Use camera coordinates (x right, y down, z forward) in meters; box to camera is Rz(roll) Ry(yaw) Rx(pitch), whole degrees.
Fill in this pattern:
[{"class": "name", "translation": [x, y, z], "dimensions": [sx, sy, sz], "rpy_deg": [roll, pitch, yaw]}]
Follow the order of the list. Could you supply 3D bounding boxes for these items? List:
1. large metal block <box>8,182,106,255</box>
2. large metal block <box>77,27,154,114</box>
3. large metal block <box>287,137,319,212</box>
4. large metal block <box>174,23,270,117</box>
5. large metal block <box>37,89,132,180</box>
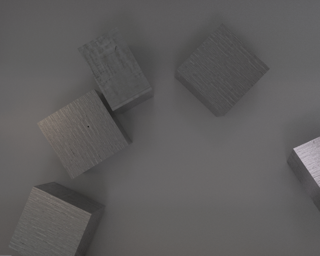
[{"class": "large metal block", "translation": [-0.128, 0.124, 0.391], "dimensions": [0.080, 0.050, 0.080], "rpy_deg": [22, 90, 9]}, {"class": "large metal block", "translation": [-0.050, -0.066, 0.383], "dimensions": [0.050, 0.080, 0.080], "rpy_deg": [-29, 90, 0]}, {"class": "large metal block", "translation": [0.220, 0.051, 0.385], "dimensions": [0.080, 0.050, 0.080], "rpy_deg": [-25, 62, 0]}, {"class": "large metal block", "translation": [0.076, -0.071, 0.399], "dimensions": [0.080, 0.050, 0.080], "rpy_deg": [44, 90, 0]}, {"class": "large metal block", "translation": [-0.093, 0.007, 0.398], "dimensions": [0.080, 0.050, 0.080], "rpy_deg": [-32, 90, 0]}]
